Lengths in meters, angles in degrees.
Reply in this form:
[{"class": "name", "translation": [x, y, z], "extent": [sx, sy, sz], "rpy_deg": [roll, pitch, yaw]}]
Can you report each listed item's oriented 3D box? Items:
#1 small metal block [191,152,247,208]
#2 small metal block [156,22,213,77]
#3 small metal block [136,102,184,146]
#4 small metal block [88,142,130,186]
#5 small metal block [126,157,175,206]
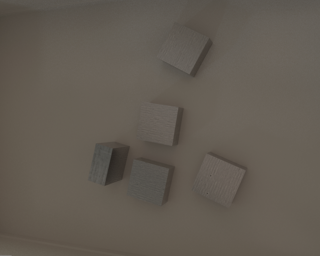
[{"class": "small metal block", "translation": [0.074, 0.063, 0.384], "extent": [0.050, 0.025, 0.050], "rpy_deg": [23, 98, 18]}, {"class": "small metal block", "translation": [0.032, -0.100, 0.399], "extent": [0.050, 0.025, 0.050], "rpy_deg": [31, 100, 17]}, {"class": "small metal block", "translation": [0.000, -0.006, 0.410], "extent": [0.050, 0.025, 0.050], "rpy_deg": [10, 93, 19]}, {"class": "small metal block", "translation": [-0.068, 0.047, 0.420], "extent": [0.025, 0.050, 0.050], "rpy_deg": [15, 95, 19]}, {"class": "small metal block", "translation": [-0.012, 0.071, 0.414], "extent": [0.050, 0.025, 0.050], "rpy_deg": [13, 94, 19]}]
